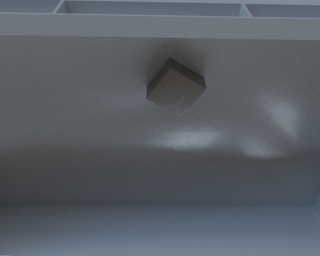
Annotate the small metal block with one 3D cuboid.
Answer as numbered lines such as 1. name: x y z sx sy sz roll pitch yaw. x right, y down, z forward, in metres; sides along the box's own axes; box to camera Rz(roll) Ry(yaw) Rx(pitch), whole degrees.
1. small metal block: 0.019 -0.047 0.369 0.050 0.025 0.050 27 125 -22
